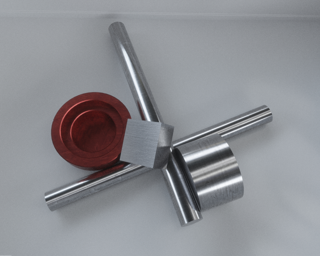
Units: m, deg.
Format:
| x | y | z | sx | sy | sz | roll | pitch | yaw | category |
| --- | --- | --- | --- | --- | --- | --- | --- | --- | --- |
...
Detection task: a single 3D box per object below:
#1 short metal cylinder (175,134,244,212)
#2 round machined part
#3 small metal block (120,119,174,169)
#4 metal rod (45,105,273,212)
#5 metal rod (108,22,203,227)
| x | y | z | sx | sy | sz | roll | pitch | yaw | category |
| --- | --- | --- | --- | --- | --- | --- | --- | --- | --- |
| 0.055 | 0.052 | 0.361 | 0.050 | 0.080 | 0.080 | -19 | 71 | -7 | short metal cylinder |
| -0.083 | 0.007 | 0.396 | 0.099 | 0.042 | 0.098 | 0 | 70 | -1 | round machined part |
| -0.015 | 0.018 | 0.358 | 0.050 | 0.025 | 0.050 | 8 | 85 | 37 | small metal block |
| 0.005 | 0.035 | 0.395 | 0.302 | 0.025 | 0.025 | -21 | 72 | -8 | metal rod |
| -0.015 | -0.024 | 0.398 | 0.025 | 0.025 | 0.299 | -18 | 64 | -7 | metal rod |
